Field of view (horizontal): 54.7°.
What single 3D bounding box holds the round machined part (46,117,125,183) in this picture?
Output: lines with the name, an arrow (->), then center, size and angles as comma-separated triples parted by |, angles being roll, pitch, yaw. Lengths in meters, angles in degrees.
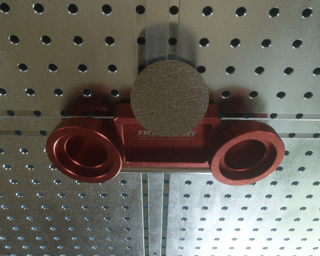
round machined part -> -0.094, 0.025, 0.409 | 0.099, 0.042, 0.097 | 5, 128, 6

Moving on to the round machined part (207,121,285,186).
round machined part -> 0.110, 0.029, 0.415 | 0.099, 0.042, 0.097 | -5, 129, -6

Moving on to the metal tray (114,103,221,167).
metal tray -> 0.008, 0.012, 0.413 | 0.131, 0.030, 0.089 | 0, 131, -1

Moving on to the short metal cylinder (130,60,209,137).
short metal cylinder -> 0.010, -0.035, 0.341 | 0.081, 0.050, 0.079 | 0, 104, 0

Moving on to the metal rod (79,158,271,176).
metal rod -> 0.010, 0.055, 0.453 | 0.302, 0.025, 0.025 | 1, 130, -2
